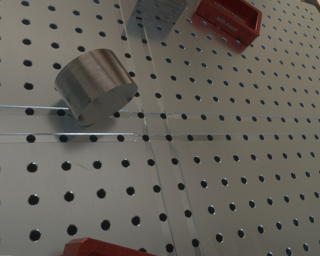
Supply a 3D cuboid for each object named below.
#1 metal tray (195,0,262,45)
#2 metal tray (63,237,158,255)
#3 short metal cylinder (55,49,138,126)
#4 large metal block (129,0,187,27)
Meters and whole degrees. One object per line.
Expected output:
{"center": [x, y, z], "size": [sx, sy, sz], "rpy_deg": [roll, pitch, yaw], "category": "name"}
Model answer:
{"center": [0.142, -0.235, 0.627], "size": [0.131, 0.030, 0.090], "rpy_deg": [28, 52, -11], "category": "metal tray"}
{"center": [-0.028, 0.156, 0.270], "size": [0.131, 0.030, 0.090], "rpy_deg": [28, 54, -30], "category": "metal tray"}
{"center": [-0.073, -0.046, 0.363], "size": [0.081, 0.080, 0.050], "rpy_deg": [-27, 77, -37], "category": "short metal cylinder"}
{"center": [-0.007, -0.230, 0.531], "size": [0.081, 0.050, 0.080], "rpy_deg": [6, 59, -25], "category": "large metal block"}
